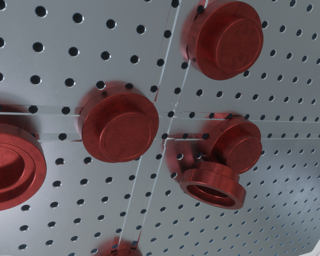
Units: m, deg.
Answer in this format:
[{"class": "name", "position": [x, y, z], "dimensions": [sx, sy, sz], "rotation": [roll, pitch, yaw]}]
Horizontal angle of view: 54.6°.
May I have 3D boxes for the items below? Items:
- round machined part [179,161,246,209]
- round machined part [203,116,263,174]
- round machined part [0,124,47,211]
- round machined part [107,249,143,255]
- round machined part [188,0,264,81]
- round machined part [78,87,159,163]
[{"class": "round machined part", "position": [0.083, 0.085, 0.473], "dimensions": [0.098, 0.098, 0.042], "rotation": [46, 57, -40]}, {"class": "round machined part", "position": [0.120, 0.034, 0.486], "dimensions": [0.099, 0.042, 0.097], "rotation": [-14, 124, -21]}, {"class": "round machined part", "position": [-0.175, 0.037, 0.328], "dimensions": [0.099, 0.042, 0.097], "rotation": [-14, 124, -21]}, {"class": "round machined part", "position": [-0.065, 0.255, 0.522], "dimensions": [0.099, 0.042, 0.097], "rotation": [-14, 124, -21]}, {"class": "round machined part", "position": [0.087, -0.104, 0.383], "dimensions": [0.099, 0.042, 0.097], "rotation": [-14, 124, -21]}, {"class": "round machined part", "position": [-0.045, 0.003, 0.377], "dimensions": [0.099, 0.042, 0.097], "rotation": [-14, 124, -21]}]
